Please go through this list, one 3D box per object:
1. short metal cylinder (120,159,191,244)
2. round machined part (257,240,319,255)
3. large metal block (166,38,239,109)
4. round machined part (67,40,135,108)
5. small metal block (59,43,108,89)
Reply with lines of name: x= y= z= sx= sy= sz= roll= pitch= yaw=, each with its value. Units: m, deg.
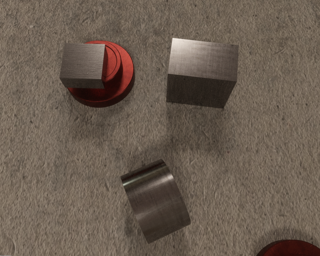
short metal cylinder: x=-0.006 y=0.081 z=0.349 sx=0.050 sy=0.080 sz=0.080 roll=-23 pitch=72 yaw=-8
round machined part: x=0.153 y=0.174 z=0.338 sx=0.099 sy=0.042 sz=0.098 roll=0 pitch=70 yaw=-1
large metal block: x=0.052 y=-0.068 z=0.405 sx=0.080 sy=0.080 sz=0.050 roll=7 pitch=70 yaw=2
round machined part: x=-0.085 y=-0.081 z=0.428 sx=0.099 sy=0.042 sz=0.098 roll=0 pitch=70 yaw=-1
small metal block: x=-0.095 y=-0.078 z=0.391 sx=0.050 sy=0.025 sz=0.050 roll=2 pitch=70 yaw=0
